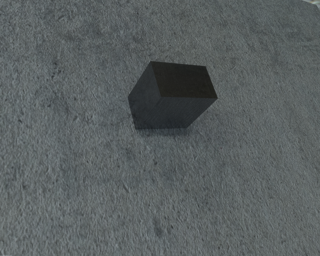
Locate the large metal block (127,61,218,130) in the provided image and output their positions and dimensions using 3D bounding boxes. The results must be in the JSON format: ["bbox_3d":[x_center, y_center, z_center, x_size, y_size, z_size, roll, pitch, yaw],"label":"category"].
[{"bbox_3d":[0.013,-0.039,0.403,0.081,0.080,0.050,-1,63,-29],"label":"large metal block"}]
